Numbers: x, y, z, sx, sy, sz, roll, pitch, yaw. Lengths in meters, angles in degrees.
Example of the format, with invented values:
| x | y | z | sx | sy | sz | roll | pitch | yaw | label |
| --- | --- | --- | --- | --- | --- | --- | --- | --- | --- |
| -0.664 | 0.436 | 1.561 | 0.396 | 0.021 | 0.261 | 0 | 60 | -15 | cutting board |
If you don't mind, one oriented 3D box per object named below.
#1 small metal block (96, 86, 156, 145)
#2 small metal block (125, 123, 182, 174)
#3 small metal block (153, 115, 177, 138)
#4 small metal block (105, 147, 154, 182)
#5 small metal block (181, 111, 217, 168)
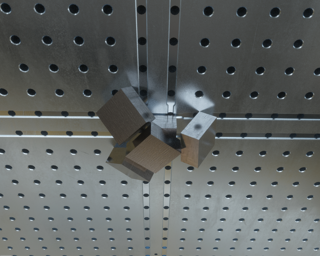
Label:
| x | y | z | sx | sy | sz | roll | pitch | yaw | label |
| --- | --- | --- | --- | --- | --- | --- | --- | --- | --- |
| -0.042 | -0.015 | 0.382 | 0.050 | 0.025 | 0.050 | -39 | 85 | 28 | small metal block |
| -0.009 | 0.026 | 0.400 | 0.050 | 0.025 | 0.050 | 33 | 122 | -26 | small metal block |
| -0.004 | 0.010 | 0.420 | 0.050 | 0.025 | 0.050 | 1 | 133 | -1 | small metal block |
| -0.041 | 0.051 | 0.438 | 0.050 | 0.025 | 0.050 | 37 | 158 | -27 | small metal block |
| 0.050 | 0.015 | 0.404 | 0.025 | 0.050 | 0.050 | 21 | 136 | 26 | small metal block |
